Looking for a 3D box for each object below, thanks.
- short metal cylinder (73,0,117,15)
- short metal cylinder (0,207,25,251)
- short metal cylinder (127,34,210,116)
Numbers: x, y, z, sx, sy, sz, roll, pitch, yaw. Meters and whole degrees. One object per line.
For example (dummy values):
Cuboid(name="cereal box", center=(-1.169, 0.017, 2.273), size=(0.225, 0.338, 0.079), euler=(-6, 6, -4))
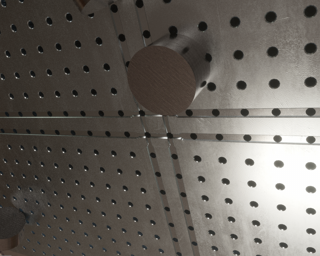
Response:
Cuboid(name="short metal cylinder", center=(-0.059, -0.157, 0.308), size=(0.080, 0.080, 0.050), euler=(-23, 106, 36))
Cuboid(name="short metal cylinder", center=(-0.346, 0.225, 0.693), size=(0.080, 0.080, 0.050), euler=(28, 128, 10))
Cuboid(name="short metal cylinder", center=(0.011, -0.061, 0.351), size=(0.080, 0.050, 0.079), euler=(13, 124, 20))
